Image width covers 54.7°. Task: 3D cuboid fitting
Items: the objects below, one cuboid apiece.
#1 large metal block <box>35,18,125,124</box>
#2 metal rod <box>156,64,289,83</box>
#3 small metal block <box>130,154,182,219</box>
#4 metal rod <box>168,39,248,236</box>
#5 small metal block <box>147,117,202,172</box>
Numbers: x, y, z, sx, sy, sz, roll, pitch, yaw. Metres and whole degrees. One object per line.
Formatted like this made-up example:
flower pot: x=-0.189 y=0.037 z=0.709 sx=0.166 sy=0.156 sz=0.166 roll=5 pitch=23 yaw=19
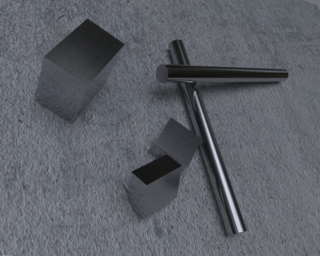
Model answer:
large metal block: x=-0.093 y=-0.064 z=0.358 sx=0.050 sy=0.080 sz=0.080 roll=34 pitch=51 yaw=-6
metal rod: x=0.119 y=-0.086 z=0.501 sx=0.302 sy=0.025 sz=0.025 roll=-7 pitch=66 yaw=-39
small metal block: x=-0.005 y=0.064 z=0.344 sx=0.050 sy=0.050 sz=0.025 roll=-23 pitch=43 yaw=-37
metal rod: x=0.060 y=-0.003 z=0.439 sx=0.025 sy=0.025 sz=0.299 roll=0 pitch=62 yaw=-29
small metal block: x=0.019 y=0.022 z=0.402 sx=0.050 sy=0.025 sz=0.050 roll=36 pitch=51 yaw=-5
